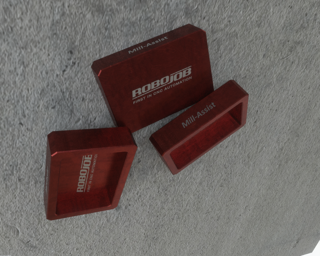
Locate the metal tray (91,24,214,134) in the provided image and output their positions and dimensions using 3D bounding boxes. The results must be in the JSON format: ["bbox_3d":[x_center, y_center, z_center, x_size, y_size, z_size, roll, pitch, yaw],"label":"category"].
[{"bbox_3d":[-0.003,-0.057,0.367,0.131,0.030,0.090,-25,128,-13],"label":"metal tray"}]

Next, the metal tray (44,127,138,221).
[{"bbox_3d":[-0.086,0.056,0.368,0.091,0.030,0.129,-4,137,-26],"label":"metal tray"}]

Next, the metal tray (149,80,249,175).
[{"bbox_3d":[0.056,0.003,0.413,0.130,0.030,0.090,-35,153,-5],"label":"metal tray"}]
